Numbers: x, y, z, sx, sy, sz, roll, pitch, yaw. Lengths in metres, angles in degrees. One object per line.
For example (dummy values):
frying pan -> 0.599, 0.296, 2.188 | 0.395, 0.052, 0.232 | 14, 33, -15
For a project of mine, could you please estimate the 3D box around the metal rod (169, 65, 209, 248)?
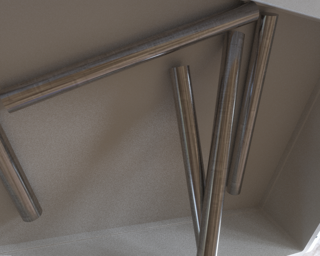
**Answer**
metal rod -> 0.047, 0.070, 0.404 | 0.025, 0.025, 0.298 | -13, 101, -21

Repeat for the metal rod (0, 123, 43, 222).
metal rod -> -0.176, -0.014, 0.303 | 0.025, 0.025, 0.298 | -20, 126, -17

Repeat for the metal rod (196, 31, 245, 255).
metal rod -> 0.075, 0.030, 0.388 | 0.025, 0.025, 0.298 | 8, 89, -32

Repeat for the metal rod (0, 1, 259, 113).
metal rod -> -0.020, -0.085, 0.344 | 0.302, 0.025, 0.025 | -24, 127, -14

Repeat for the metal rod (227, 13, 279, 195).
metal rod -> 0.134, -0.017, 0.470 | 0.025, 0.025, 0.298 | -12, 124, -22
